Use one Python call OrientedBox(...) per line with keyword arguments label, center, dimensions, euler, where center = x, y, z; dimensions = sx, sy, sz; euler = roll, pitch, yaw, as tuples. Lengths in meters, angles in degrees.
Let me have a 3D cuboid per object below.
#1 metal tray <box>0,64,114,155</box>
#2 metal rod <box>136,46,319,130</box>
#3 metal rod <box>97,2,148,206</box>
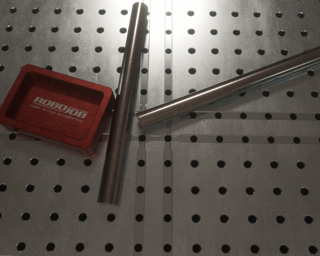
OrientedBox(label="metal tray", center=(-0.137, -0.026, 0.416), dimensions=(0.131, 0.030, 0.090), euler=(17, 71, 5))
OrientedBox(label="metal rod", center=(0.113, -0.061, 0.435), dimensions=(0.302, 0.025, 0.025), euler=(-21, 72, -8))
OrientedBox(label="metal rod", center=(-0.047, -0.047, 0.428), dimensions=(0.025, 0.025, 0.299), euler=(6, 70, 2))
